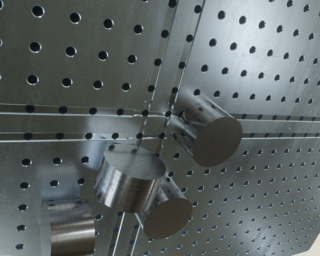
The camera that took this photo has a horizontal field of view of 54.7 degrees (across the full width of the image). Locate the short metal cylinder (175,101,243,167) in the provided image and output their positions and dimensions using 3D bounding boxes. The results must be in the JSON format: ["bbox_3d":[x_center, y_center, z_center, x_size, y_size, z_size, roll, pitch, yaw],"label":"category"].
[{"bbox_3d":[0.069,0.008,0.440,0.081,0.050,0.079,-14,124,-21],"label":"short metal cylinder"}]

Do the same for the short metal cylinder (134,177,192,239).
[{"bbox_3d":[0.002,0.122,0.473,0.081,0.050,0.079,-14,125,-21],"label":"short metal cylinder"}]

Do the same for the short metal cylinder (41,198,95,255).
[{"bbox_3d":[-0.119,0.132,0.393,0.050,0.080,0.079,1,118,-29],"label":"short metal cylinder"}]

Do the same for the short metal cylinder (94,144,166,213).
[{"bbox_3d":[-0.039,0.062,0.394,0.081,0.080,0.050,7,115,-32],"label":"short metal cylinder"}]
